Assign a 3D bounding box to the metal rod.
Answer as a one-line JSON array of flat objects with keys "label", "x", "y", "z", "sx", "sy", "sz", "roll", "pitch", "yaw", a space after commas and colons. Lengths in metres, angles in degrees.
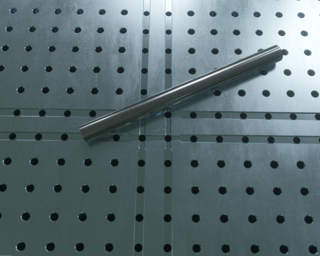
[{"label": "metal rod", "x": 0.035, "y": -0.051, "z": 0.430, "sx": 0.302, "sy": 0.025, "sz": 0.025, "roll": -23, "pitch": 72, "yaw": -9}]
